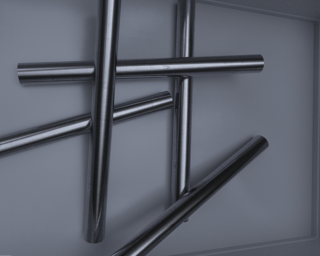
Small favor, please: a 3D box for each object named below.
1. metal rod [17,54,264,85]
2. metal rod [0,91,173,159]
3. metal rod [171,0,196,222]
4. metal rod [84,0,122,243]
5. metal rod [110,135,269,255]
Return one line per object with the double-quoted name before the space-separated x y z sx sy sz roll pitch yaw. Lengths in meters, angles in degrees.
"metal rod" -0.012 -0.074 0.386 0.302 0.025 0.025 -5 92 -13
"metal rod" -0.124 0.005 0.365 0.302 0.025 0.025 -17 96 -20
"metal rod" 0.031 -0.024 0.423 0.025 0.025 0.298 2 89 -20
"metal rod" -0.067 -0.010 0.358 0.025 0.025 0.298 2 100 -20
"metal rod" 0.042 0.094 0.400 0.302 0.025 0.025 -33 101 -28
